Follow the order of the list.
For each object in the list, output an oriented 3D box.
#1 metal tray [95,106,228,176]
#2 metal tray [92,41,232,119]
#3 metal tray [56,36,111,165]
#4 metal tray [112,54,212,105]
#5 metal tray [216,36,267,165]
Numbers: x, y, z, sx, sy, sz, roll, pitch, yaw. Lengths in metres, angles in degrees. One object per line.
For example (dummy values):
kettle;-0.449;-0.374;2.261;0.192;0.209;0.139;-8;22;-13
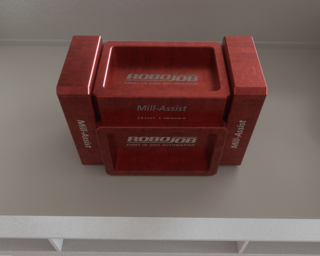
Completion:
metal tray;0.002;0.017;0.344;0.131;0.089;0.030;0;50;0
metal tray;0.002;-0.053;0.327;0.131;0.030;0.090;1;50;0
metal tray;-0.079;-0.028;0.357;0.030;0.129;0.090;0;51;0
metal tray;0.003;-0.052;0.402;0.131;0.090;0.030;0;51;0
metal tray;0.084;-0.027;0.357;0.030;0.129;0.090;1;51;1
